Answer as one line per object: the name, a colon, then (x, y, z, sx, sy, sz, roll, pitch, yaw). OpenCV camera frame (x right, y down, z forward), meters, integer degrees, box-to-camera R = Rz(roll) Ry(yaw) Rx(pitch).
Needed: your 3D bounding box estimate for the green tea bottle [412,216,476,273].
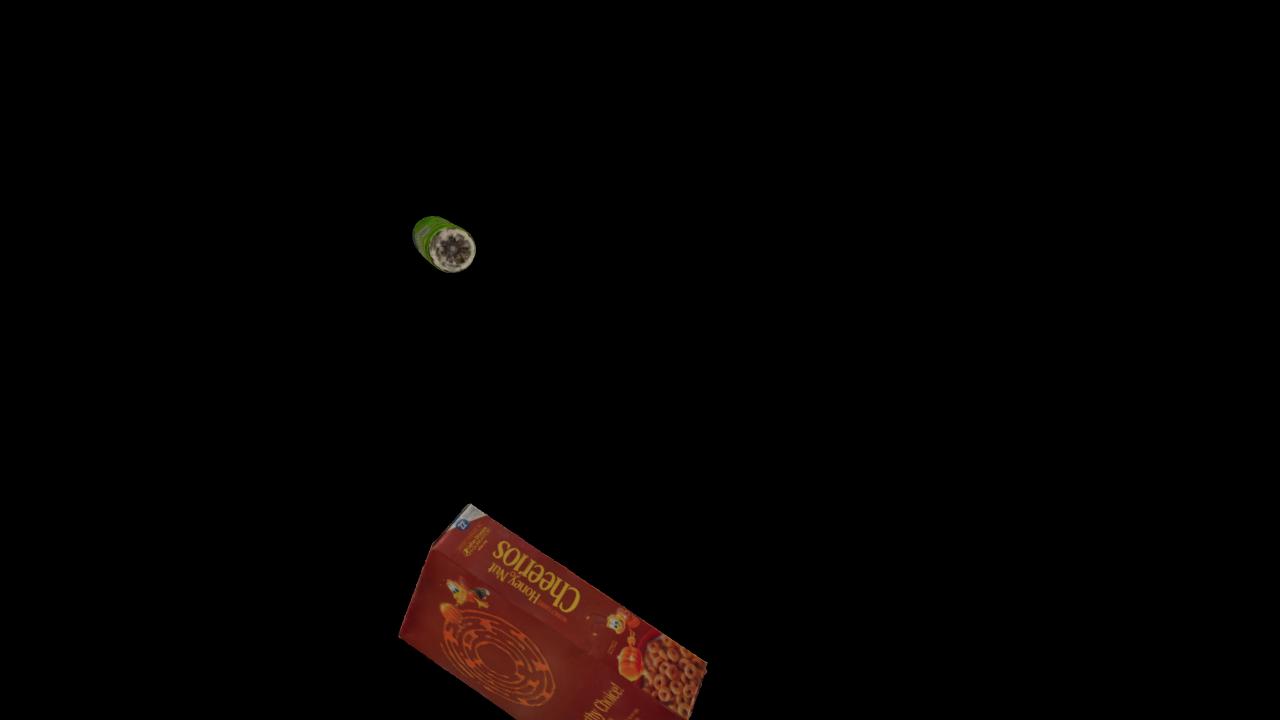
green tea bottle: (-0.315, -0.188, 0.961, 0.073, 0.073, 0.212, 0, 19, -30)

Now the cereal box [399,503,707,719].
cereal box: (-0.107, 0.315, 0.673, 0.306, 0.203, 0.081, 32, 35, 6)
